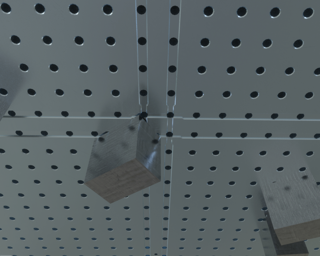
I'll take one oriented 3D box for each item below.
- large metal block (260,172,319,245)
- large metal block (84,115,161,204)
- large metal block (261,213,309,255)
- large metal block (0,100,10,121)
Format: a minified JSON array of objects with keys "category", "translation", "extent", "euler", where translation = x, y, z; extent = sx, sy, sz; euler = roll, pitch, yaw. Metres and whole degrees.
[{"category":"large metal block","translation":[0.213,0.125,0.484],"extent":[0.080,0.080,0.050],"euler":[-20,127,16]},{"category":"large metal block","translation":[-0.046,0.041,0.410],"extent":[0.080,0.080,0.050],"euler":[-28,125,21]},{"category":"large metal block","translation":[0.218,0.207,0.553],"extent":[0.050,0.080,0.080],"euler":[-5,130,4]},{"category":"large metal block","translation":[-0.240,-0.011,0.364],"extent":[0.080,0.080,0.050],"euler":[37,121,-27]}]
